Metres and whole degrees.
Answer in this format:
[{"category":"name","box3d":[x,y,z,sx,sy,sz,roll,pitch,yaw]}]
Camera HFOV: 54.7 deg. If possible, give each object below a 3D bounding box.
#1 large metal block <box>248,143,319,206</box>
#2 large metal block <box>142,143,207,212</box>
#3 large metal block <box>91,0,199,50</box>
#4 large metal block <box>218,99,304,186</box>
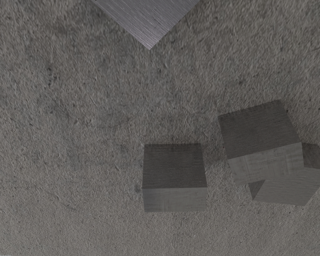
[{"category":"large metal block","box3d":[0.181,0.065,0.448,0.081,0.050,0.079,8,130,-7]},{"category":"large metal block","box3d":[0.019,0.067,0.429,0.080,0.080,0.050,-1,130,1]},{"category":"large metal block","box3d":[-0.012,-0.133,0.277,0.080,0.050,0.080,36,121,-27]},{"category":"large metal block","box3d":[0.123,0.017,0.387,0.080,0.080,0.050,-16,129,13]}]
